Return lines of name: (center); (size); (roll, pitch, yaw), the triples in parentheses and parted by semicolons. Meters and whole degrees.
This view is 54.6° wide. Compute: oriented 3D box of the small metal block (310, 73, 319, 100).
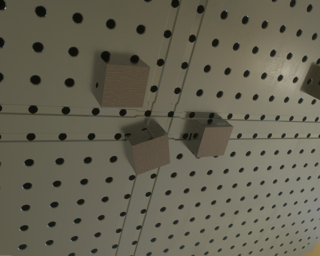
small metal block: (0.289, -0.073, 0.523); (0.050, 0.025, 0.050); (0, 119, -28)

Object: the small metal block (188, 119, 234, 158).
small metal block: (0.075, 0.015, 0.460); (0.050, 0.025, 0.050); (-2, 119, -28)

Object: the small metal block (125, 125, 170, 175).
small metal block: (-0.016, 0.030, 0.421); (0.050, 0.025, 0.050); (-18, 126, -18)

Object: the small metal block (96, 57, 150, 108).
small metal block: (-0.043, -0.051, 0.355); (0.050, 0.025, 0.050); (-2, 119, -28)
